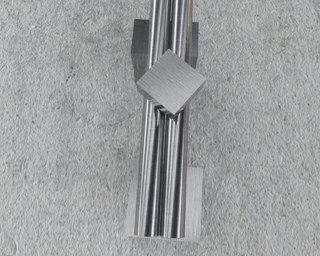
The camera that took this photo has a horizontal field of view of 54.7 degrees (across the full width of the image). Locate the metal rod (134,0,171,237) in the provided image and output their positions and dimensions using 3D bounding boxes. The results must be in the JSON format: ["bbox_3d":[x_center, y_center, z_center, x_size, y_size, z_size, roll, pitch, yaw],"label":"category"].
[{"bbox_3d":[-0.005,-0.037,0.346,0.025,0.025,0.299,3,77,1],"label":"metal rod"}]

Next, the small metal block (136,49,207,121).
[{"bbox_3d":[0.011,-0.045,0.322,0.050,0.025,0.050,41,80,7],"label":"small metal block"}]

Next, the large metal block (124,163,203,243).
[{"bbox_3d":[0.006,0.088,0.363,0.080,0.050,0.080,5,70,1],"label":"large metal block"}]

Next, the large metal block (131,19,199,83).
[{"bbox_3d":[0.007,-0.098,0.416,0.080,0.080,0.050,3,70,1],"label":"large metal block"}]

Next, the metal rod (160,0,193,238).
[{"bbox_3d":[0.021,-0.036,0.345,0.025,0.025,0.299,3,77,1],"label":"metal rod"}]
